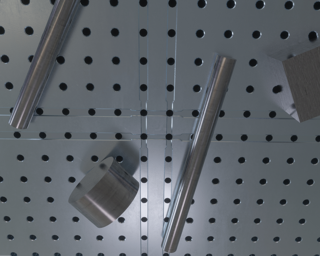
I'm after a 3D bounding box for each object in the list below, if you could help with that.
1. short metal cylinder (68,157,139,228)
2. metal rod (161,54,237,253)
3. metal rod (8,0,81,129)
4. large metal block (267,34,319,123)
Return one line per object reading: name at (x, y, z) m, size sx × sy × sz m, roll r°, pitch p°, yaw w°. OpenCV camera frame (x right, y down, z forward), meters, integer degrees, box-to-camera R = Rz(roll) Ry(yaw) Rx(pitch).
short metal cylinder at (-0.074, 0.085, 0.414) m, size 0.080 × 0.080 × 0.050 m, roll -39°, pitch 106°, yaw 13°
metal rod at (0.048, 0.049, 0.431) m, size 0.025 × 0.025 × 0.298 m, roll 12°, pitch 110°, yaw -5°
metal rod at (-0.116, -0.129, 0.364) m, size 0.025 × 0.025 × 0.298 m, roll 27°, pitch 108°, yaw -10°
large metal block at (0.190, -0.064, 0.378) m, size 0.080 × 0.050 × 0.080 m, roll -22°, pitch 109°, yaw 8°
